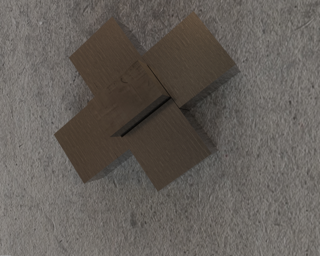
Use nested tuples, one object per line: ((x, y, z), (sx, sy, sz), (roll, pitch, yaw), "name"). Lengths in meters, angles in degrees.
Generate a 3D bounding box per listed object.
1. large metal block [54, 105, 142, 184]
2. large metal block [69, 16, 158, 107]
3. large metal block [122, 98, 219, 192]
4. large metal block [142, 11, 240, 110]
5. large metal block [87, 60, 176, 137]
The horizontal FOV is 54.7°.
((-0.082, 0.017, 0.424), (0.080, 0.050, 0.080), (-38, 78, 15), "large metal block")
((-0.060, -0.085, 0.416), (0.080, 0.050, 0.080), (-38, 78, 15), "large metal block")
((0.014, 0.020, 0.390), (0.080, 0.050, 0.080), (-38, 78, 15), "large metal block")
((0.039, -0.079, 0.382), (0.080, 0.050, 0.080), (-38, 78, 15), "large metal block")
((-0.028, -0.033, 0.390), (0.080, 0.080, 0.050), (-38, 78, 16), "large metal block")
